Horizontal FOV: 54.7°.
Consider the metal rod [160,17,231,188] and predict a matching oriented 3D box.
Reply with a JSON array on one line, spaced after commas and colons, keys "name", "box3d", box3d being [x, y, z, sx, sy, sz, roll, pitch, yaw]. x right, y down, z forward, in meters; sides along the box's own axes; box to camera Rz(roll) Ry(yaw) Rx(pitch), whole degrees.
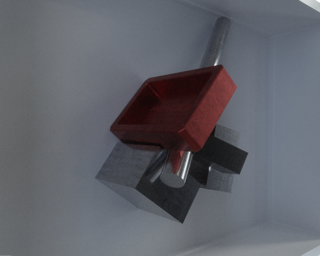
[{"name": "metal rod", "box3d": [0.056, -0.057, 0.395, 0.025, 0.025, 0.300, 49, 44, -29]}]

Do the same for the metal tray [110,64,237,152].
[{"name": "metal tray", "box3d": [0.010, -0.021, 0.346, 0.030, 0.130, 0.090, 48, 63, -29]}]

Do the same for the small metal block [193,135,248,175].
[{"name": "small metal block", "box3d": [0.062, 0.029, 0.346, 0.050, 0.050, 0.025, 26, 80, -5]}]

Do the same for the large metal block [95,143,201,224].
[{"name": "large metal block", "box3d": [-0.014, 0.062, 0.361, 0.080, 0.080, 0.050, 44, 63, -32]}]

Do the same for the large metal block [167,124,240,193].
[{"name": "large metal block", "box3d": [0.054, 0.039, 0.418, 0.050, 0.080, 0.080, 18, 79, -39]}]
